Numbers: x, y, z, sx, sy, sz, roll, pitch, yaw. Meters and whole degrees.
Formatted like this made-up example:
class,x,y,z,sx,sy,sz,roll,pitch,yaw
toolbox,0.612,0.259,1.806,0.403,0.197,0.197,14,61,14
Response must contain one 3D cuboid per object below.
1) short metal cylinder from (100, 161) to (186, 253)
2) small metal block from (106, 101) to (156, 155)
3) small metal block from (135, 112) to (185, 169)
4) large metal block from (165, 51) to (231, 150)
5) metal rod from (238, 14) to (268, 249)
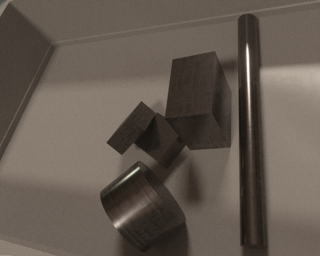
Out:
class,x,y,z,sx,sy,sz,roll,pitch,yaw
short metal cylinder,-0.017,0.082,0.328,0.050,0.080,0.080,-39,51,1
small metal block,-0.036,0.000,0.396,0.050,0.025,0.050,-45,9,31
small metal block,0.003,0.015,0.394,0.050,0.025,0.050,33,80,38
large metal block,0.049,-0.028,0.361,0.050,0.080,0.080,-6,59,24
metal rod,0.105,-0.020,0.361,0.025,0.025,0.299,-7,59,24
